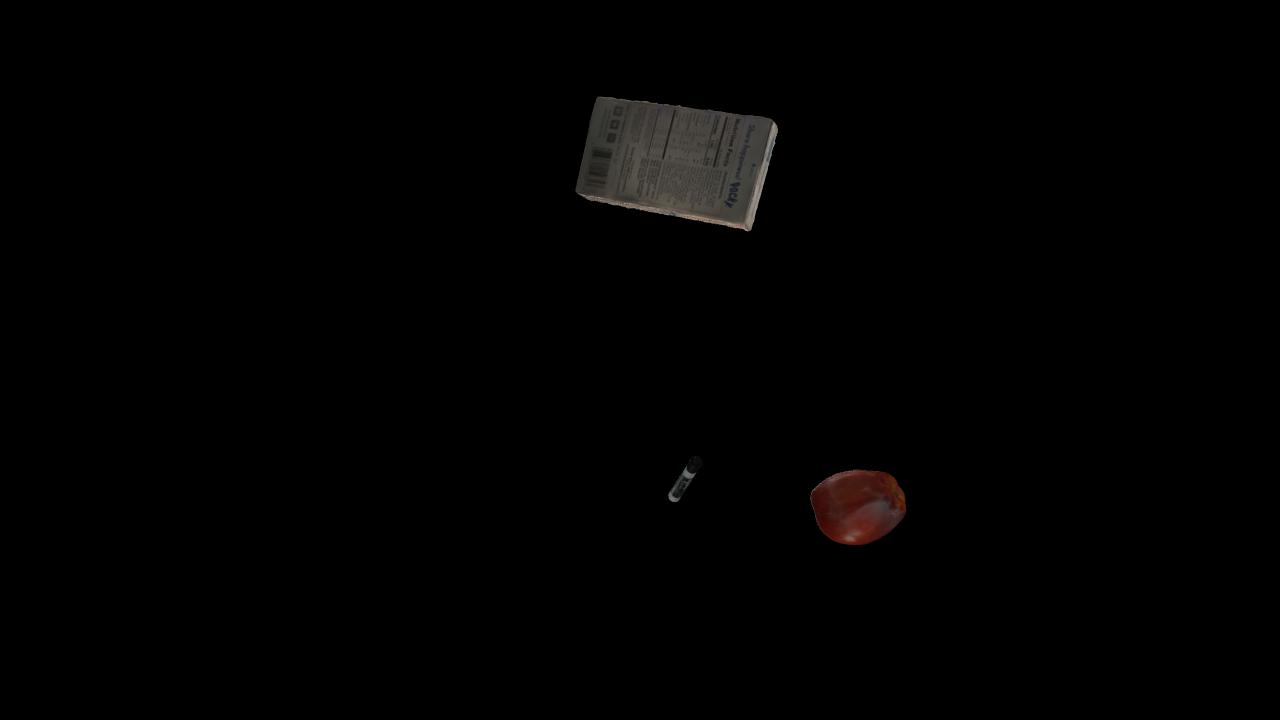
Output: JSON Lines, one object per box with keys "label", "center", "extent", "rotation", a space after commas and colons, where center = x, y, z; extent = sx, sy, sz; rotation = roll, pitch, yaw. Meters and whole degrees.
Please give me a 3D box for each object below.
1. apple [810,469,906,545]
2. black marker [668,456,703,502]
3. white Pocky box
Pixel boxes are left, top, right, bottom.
{"label": "apple", "center": [0.222, 0.150, 0.630], "extent": [0.079, 0.079, 0.093], "rotation": [0, -29, -49]}
{"label": "black marker", "center": [0.066, 0.173, 0.895], "extent": [0.020, 0.020, 0.121], "rotation": [0, -37, -17]}
{"label": "white Pocky box", "center": [0.026, -0.161, 0.499], "extent": [0.154, 0.084, 0.028], "rotation": [16, 6, 21]}
